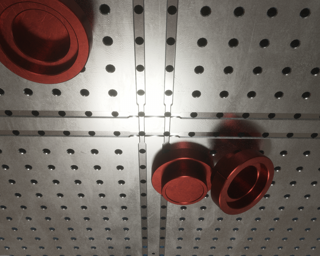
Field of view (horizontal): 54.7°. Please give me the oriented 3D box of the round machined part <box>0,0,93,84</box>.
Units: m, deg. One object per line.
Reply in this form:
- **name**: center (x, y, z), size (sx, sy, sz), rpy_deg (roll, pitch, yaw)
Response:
- **round machined part**: center (-0.118, -0.097, 0.316), size (0.099, 0.042, 0.097), rpy_deg (-1, 130, 0)

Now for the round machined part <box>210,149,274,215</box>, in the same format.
- **round machined part**: center (0.112, 0.073, 0.446), size (0.099, 0.042, 0.097), rpy_deg (-15, 122, -24)

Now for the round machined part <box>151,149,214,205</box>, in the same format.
- **round machined part**: center (0.036, 0.080, 0.470), size (0.099, 0.042, 0.097), rpy_deg (-1, 130, 0)
